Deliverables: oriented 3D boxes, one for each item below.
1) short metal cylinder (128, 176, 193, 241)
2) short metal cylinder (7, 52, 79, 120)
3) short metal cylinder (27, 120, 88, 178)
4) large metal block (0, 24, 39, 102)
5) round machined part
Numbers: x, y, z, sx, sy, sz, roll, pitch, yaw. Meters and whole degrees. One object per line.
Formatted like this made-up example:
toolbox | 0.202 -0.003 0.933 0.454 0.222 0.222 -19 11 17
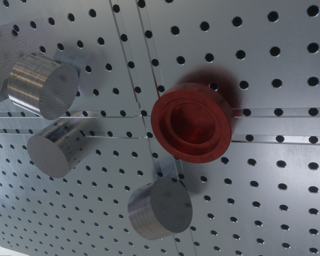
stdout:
short metal cylinder | 0.001 0.116 0.447 0.050 0.080 0.080 -33 100 38
short metal cylinder | -0.157 -0.057 0.423 0.050 0.080 0.079 23 127 14
short metal cylinder | -0.166 0.035 0.504 0.080 0.050 0.079 13 124 21
large metal block | -0.222 -0.092 0.436 0.080 0.080 0.050 42 129 -1
round machined part | 0.042 -0.009 0.373 0.098 0.042 0.097 13 124 21
